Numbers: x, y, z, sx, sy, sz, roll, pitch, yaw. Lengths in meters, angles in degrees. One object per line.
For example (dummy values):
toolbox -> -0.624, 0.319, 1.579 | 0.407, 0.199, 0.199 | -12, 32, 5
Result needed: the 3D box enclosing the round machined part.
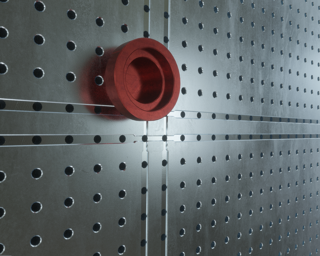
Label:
round machined part -> -0.025, -0.057, 0.379 | 0.099, 0.042, 0.097 | 0, 90, -40
